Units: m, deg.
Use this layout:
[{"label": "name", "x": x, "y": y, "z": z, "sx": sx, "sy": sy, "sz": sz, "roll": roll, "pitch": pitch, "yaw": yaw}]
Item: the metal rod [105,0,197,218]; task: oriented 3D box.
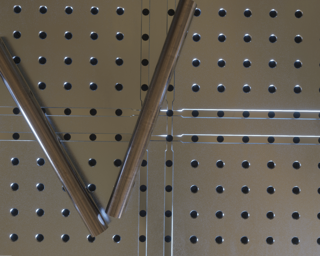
[{"label": "metal rod", "x": -0.012, "y": -0.026, "z": 0.413, "sx": 0.025, "sy": 0.025, "sz": 0.299, "roll": 19, "pitch": 90, "yaw": 0}]

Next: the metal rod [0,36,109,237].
[{"label": "metal rod", "x": -0.153, "y": 0.008, "z": 0.412, "sx": 0.025, "sy": 0.025, "sz": 0.299, "roll": -30, "pitch": 90, "yaw": 0}]
